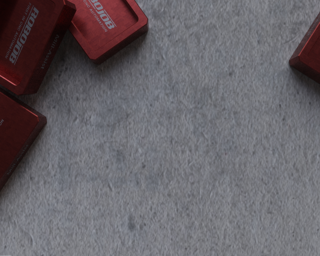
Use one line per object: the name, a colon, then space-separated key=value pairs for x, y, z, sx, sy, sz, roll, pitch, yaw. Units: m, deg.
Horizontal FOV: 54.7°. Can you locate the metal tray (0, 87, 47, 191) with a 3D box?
metal tray: x=-0.224 y=0.017 z=0.405 sx=0.090 sy=0.030 sz=0.130 roll=34 pitch=90 yaw=-1

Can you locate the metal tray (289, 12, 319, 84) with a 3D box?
metal tray: x=0.247 y=-0.119 z=0.410 sx=0.090 sy=0.030 sz=0.130 roll=32 pitch=90 yaw=-1

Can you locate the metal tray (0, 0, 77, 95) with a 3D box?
metal tray: x=-0.174 y=-0.117 z=0.386 sx=0.090 sy=0.030 sz=0.129 roll=32 pitch=103 yaw=5

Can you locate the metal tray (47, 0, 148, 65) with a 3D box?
metal tray: x=-0.087 y=-0.161 z=0.406 sx=0.090 sy=0.030 sz=0.130 roll=-36 pitch=90 yaw=-1
